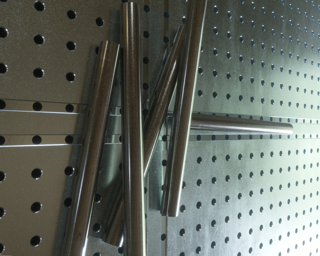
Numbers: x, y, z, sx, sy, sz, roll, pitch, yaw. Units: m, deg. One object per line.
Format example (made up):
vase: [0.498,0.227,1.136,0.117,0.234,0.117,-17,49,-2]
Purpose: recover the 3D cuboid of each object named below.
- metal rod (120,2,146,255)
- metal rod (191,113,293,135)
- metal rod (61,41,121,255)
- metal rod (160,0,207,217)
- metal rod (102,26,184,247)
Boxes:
metal rod: [-0.033,0.000,0.363,0.025,0.025,0.298,4,81,-40]
metal rod: [0.144,-0.004,0.533,0.302,0.025,0.025,3,88,-40]
metal rod: [-0.080,0.049,0.343,0.025,0.025,0.298,14,81,-40]
metal rod: [0.031,-0.031,0.412,0.025,0.025,0.298,4,95,-40]
metal rod: [-0.010,-0.001,0.402,0.025,0.025,0.299,30,71,-36]
